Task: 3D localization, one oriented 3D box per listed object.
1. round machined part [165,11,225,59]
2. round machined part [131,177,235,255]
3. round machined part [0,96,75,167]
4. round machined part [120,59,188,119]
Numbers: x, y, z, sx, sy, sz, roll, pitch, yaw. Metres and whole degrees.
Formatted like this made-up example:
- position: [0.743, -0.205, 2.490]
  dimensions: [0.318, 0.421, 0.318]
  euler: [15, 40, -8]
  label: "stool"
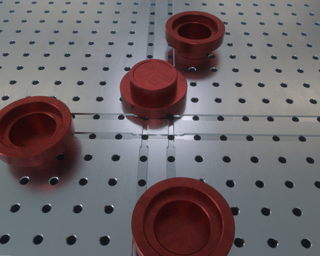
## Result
- position: [0.058, -0.154, 0.527]
  dimensions: [0.099, 0.042, 0.098]
  euler: [0, 50, 0]
  label: "round machined part"
- position: [0.022, 0.102, 0.311]
  dimensions: [0.099, 0.042, 0.098]
  euler: [0, 50, 0]
  label: "round machined part"
- position: [-0.157, 0.008, 0.389]
  dimensions: [0.099, 0.042, 0.098]
  euler: [0, 50, 0]
  label: "round machined part"
- position: [-0.009, -0.063, 0.450]
  dimensions: [0.099, 0.042, 0.098]
  euler: [0, 50, 0]
  label: "round machined part"
